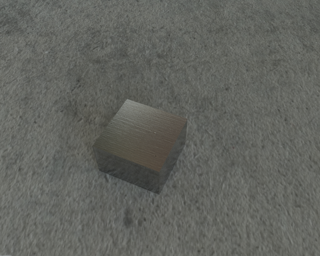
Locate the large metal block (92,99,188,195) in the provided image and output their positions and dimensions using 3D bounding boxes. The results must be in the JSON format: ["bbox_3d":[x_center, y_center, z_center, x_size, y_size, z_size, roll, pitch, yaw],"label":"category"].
[{"bbox_3d":[-0.021,0.020,0.370,0.080,0.050,0.080,19,53,15],"label":"large metal block"}]
